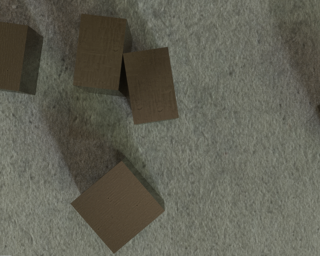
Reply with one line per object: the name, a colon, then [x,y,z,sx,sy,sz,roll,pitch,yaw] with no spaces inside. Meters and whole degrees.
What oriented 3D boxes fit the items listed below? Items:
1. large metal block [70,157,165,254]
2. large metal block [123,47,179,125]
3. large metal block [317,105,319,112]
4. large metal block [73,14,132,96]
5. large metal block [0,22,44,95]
large metal block: [-0.051,0.095,0.397,0.080,0.050,0.080,-40,91,0]
large metal block: [-0.010,-0.047,0.382,0.050,0.080,0.080,-9,90,0]
large metal block: [0.268,-0.008,0.401,0.080,0.050,0.080,-22,90,-1]
large metal block: [-0.067,-0.084,0.382,0.050,0.080,0.079,7,90,0]
large metal block: [-0.203,-0.089,0.395,0.081,0.050,0.080,8,90,-1]
